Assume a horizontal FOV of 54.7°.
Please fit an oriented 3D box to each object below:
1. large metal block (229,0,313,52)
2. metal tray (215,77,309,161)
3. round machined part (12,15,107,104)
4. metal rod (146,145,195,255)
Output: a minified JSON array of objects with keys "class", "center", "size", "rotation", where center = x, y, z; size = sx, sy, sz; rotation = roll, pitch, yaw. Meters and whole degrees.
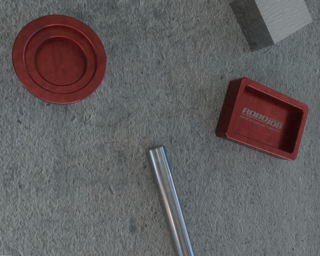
[{"class":"large metal block","center":[0.164,-0.171,0.458],"size":[0.080,0.050,0.080],"rotation":[-32,101,-17]},{"class":"metal tray","center":[0.155,-0.011,0.465],"size":[0.131,0.030,0.090],"rotation":[19,84,-20]},{"class":"round machined part","center":[-0.115,-0.075,0.358],"size":[0.099,0.042,0.097],"rotation":[0,90,-21]},{"class":"metal rod","center":[0.033,0.169,0.422],"size":[0.025,0.025,0.298],"rotation":[-18,96,-20]}]
